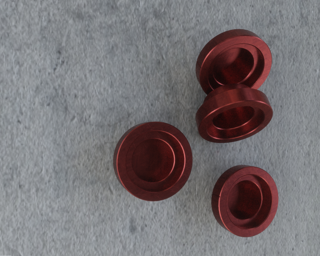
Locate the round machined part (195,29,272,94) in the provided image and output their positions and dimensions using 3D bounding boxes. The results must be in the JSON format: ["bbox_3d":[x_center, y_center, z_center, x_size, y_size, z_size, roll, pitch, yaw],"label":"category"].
[{"bbox_3d":[0.095,-0.087,0.420,0.099,0.042,0.097,-7,130,-8],"label":"round machined part"}]

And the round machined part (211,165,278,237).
[{"bbox_3d":[0.116,0.101,0.445,0.099,0.042,0.097,0,90,-21],"label":"round machined part"}]

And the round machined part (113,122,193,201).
[{"bbox_3d":[-0.011,0.041,0.397,0.099,0.042,0.097,0,90,-21],"label":"round machined part"}]

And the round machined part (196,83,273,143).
[{"bbox_3d":[0.096,-0.023,0.417,0.099,0.097,0.042,4,55,-20],"label":"round machined part"}]
